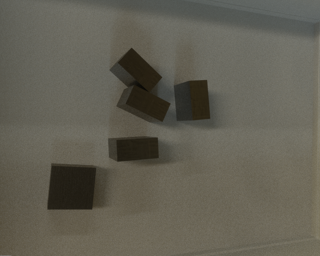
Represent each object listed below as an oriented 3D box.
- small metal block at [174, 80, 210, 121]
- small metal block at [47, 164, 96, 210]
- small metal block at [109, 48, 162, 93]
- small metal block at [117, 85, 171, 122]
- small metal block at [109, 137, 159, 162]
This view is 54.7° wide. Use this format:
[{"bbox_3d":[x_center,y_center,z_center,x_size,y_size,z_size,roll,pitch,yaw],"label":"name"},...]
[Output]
[{"bbox_3d":[0.042,-0.036,0.414,0.025,0.050,0.050,-6,92,-20],"label":"small metal block"},{"bbox_3d":[-0.106,0.070,0.372,0.050,0.025,0.050,6,88,-20],"label":"small metal block"},{"bbox_3d":[-0.031,-0.068,0.386,0.050,0.050,0.025,42,77,-16],"label":"small metal block"},{"bbox_3d":[-0.022,-0.029,0.390,0.050,0.050,0.025,26,82,-19],"label":"small metal block"},{"bbox_3d":[-0.034,0.025,0.386,0.050,0.050,0.025,-3,91,-20],"label":"small metal block"}]
